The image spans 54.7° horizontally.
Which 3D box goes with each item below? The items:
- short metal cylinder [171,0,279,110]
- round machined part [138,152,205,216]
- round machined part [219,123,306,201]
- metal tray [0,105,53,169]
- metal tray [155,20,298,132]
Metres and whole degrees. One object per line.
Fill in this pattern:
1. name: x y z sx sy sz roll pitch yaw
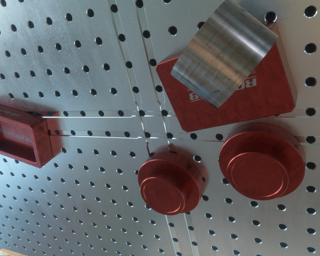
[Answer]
1. short metal cylinder: 0.054 -0.062 0.269 0.050 0.080 0.080 39 129 2
2. round machined part: 0.011 0.087 0.447 0.098 0.042 0.097 13 124 20
3. round machined part: 0.118 0.046 0.366 0.098 0.042 0.097 13 124 20
4. metal tray: -0.257 0.012 0.547 0.130 0.030 0.089 15 124 19
5. metal tray: 0.070 -0.050 0.339 0.130 0.030 0.090 -12 112 33
